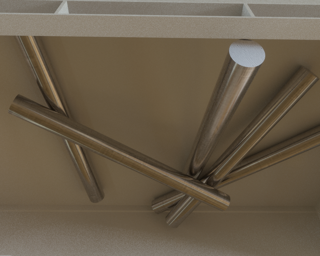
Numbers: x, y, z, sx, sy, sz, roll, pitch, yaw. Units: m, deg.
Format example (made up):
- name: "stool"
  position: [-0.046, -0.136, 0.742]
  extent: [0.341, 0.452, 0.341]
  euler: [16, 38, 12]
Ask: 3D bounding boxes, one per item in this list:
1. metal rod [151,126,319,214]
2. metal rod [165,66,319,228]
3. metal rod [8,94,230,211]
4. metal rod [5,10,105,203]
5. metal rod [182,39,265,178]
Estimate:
- name: "metal rod"
  position: [0.115, 0.066, 0.465]
  extent: [0.300, 0.025, 0.025]
  euler: [-29, 125, 22]
- name: "metal rod"
  position: [0.097, 0.043, 0.426]
  extent: [0.025, 0.025, 0.298]
  euler: [25, 120, -20]
- name: "metal rod"
  position: [-0.038, 0.039, 0.395]
  extent: [0.301, 0.025, 0.025]
  euler: [27, 125, -16]
- name: "metal rod"
  position: [-0.122, -0.001, 0.406]
  extent: [0.025, 0.025, 0.298]
  euler: [-6, 130, 5]
- name: "metal rod"
  position: [0.052, 0.014, 0.347]
  extent: [0.025, 0.025, 0.299]
  euler: [3, 154, -2]
